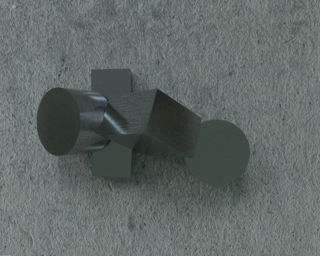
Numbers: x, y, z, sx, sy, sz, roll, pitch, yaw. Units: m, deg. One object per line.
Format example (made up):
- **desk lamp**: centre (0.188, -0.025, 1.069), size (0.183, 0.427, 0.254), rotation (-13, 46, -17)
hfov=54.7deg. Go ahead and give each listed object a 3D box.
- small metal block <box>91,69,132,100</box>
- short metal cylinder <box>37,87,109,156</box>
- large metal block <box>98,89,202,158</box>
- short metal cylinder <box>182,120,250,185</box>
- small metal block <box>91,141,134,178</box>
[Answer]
- **small metal block**: centre (-0.063, -0.051, 0.410), size (0.050, 0.025, 0.050), rotation (-1, 90, -1)
- **short metal cylinder**: centre (-0.105, -0.008, 0.379), size (0.080, 0.050, 0.079), rotation (1, 91, 35)
- **large metal block**: centre (-0.011, -0.002, 0.365), size (0.080, 0.080, 0.050), rotation (29, 68, -42)
- **short metal cylinder**: centre (0.069, 0.029, 0.400), size (0.081, 0.050, 0.079), rotation (0, 90, -1)
- **small metal block**: centre (-0.062, 0.038, 0.410), size (0.050, 0.025, 0.050), rotation (3, 90, -1)
